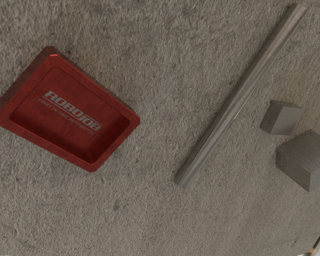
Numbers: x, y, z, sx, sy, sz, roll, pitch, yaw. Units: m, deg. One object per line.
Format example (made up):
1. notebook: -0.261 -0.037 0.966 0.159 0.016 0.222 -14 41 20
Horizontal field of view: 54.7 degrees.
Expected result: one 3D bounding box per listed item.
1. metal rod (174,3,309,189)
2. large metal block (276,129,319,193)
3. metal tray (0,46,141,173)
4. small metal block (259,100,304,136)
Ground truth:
1. metal rod: 0.109 -0.036 0.445 0.025 0.025 0.299 22 106 -37
2. large metal block: 0.269 0.057 0.557 0.080 0.080 0.050 -26 128 -13
3. metal tray: -0.096 -0.014 0.342 0.090 0.030 0.130 -47 130 5
4. small metal block: 0.199 -0.016 0.509 0.050 0.025 0.050 3 117 -31
